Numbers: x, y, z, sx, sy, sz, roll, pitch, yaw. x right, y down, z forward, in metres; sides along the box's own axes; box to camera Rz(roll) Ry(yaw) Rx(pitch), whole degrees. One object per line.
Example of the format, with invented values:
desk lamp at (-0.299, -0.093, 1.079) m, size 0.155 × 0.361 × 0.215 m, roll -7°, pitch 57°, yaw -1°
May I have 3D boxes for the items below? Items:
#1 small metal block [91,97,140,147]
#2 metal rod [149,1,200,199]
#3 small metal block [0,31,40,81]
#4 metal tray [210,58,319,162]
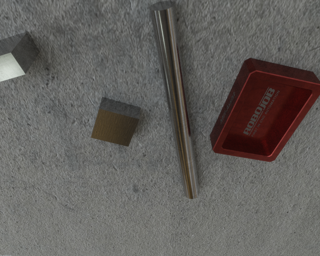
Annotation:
small metal block at (-0.057, -0.007, 0.400) m, size 0.050 × 0.025 × 0.050 m, roll 15°, pitch 129°, yaw -13°
metal rod at (0.027, -0.008, 0.400) m, size 0.025 × 0.025 × 0.298 m, roll -8°, pitch 130°, yaw 6°
small metal block at (-0.163, -0.073, 0.326) m, size 0.050 × 0.050 × 0.025 m, roll -13°, pitch 129°, yaw 10°
metal tray at (0.128, -0.017, 0.391) m, size 0.091 × 0.030 × 0.129 m, roll 10°, pitch 130°, yaw -9°
